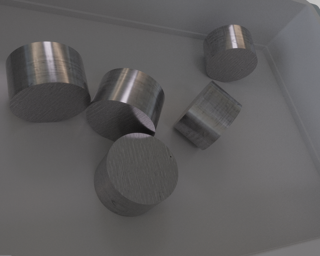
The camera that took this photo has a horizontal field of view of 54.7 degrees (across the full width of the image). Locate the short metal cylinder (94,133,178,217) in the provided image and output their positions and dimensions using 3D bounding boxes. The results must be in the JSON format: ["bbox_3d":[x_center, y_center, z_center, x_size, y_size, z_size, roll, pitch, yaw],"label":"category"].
[{"bbox_3d":[-0.027,0.052,0.343,0.081,0.050,0.080,14,56,-21],"label":"short metal cylinder"}]

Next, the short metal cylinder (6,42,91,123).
[{"bbox_3d":[-0.120,-0.047,0.334,0.081,0.080,0.050,-3,64,-30],"label":"short metal cylinder"}]

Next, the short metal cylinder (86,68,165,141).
[{"bbox_3d":[-0.039,-0.023,0.363,0.080,0.080,0.050,25,53,-13],"label":"short metal cylinder"}]

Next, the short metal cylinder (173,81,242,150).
[{"bbox_3d":[0.063,-0.017,0.414,0.050,0.080,0.080,40,51,-1],"label":"short metal cylinder"}]

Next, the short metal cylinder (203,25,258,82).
[{"bbox_3d":[0.113,-0.120,0.504,0.081,0.080,0.050,11,57,-22],"label":"short metal cylinder"}]
